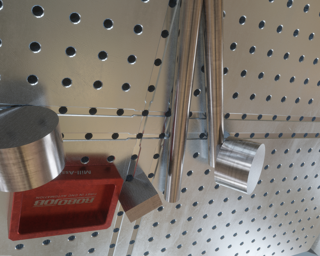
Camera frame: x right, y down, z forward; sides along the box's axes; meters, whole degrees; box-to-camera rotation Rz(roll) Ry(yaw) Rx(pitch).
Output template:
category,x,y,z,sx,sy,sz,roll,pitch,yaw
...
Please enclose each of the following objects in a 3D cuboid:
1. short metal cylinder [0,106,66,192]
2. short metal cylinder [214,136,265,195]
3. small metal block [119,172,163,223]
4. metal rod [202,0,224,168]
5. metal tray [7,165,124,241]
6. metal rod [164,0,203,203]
category,x,y,z,sx,sy,sz,roll,pitch,yaw
short metal cylinder,-0.139,0.018,0.311,0.081,0.080,0.050,-13,124,-22
short metal cylinder,0.124,0.056,0.478,0.081,0.050,0.079,-33,130,-49
small metal block,-0.032,0.097,0.439,0.050,0.050,0.025,-28,128,-11
metal rod,0.072,-0.066,0.411,0.025,0.025,0.298,-21,127,-17
metal tray,-0.121,0.094,0.401,0.131,0.030,0.089,3,117,-30
metal rod,0.027,-0.018,0.416,0.025,0.025,0.298,-11,123,-23
